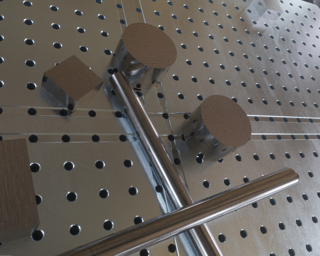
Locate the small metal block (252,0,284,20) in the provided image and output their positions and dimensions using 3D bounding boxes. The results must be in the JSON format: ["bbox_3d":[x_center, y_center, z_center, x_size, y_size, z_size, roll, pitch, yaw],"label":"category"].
[{"bbox_3d":[0.247,-0.278,0.710,0.050,0.025,0.050,-2,63,-29],"label":"small metal block"}]

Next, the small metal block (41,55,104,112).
[{"bbox_3d":[-0.108,-0.056,0.384,0.050,0.025,0.050,42,51,0],"label":"small metal block"}]

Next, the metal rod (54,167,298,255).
[{"bbox_3d":[0.033,0.096,0.336,0.302,0.025,0.025,-14,69,-24],"label":"metal rod"}]

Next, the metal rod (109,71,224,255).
[{"bbox_3d":[0.011,0.058,0.378,0.025,0.025,0.299,-17,71,-35],"label":"metal rod"}]

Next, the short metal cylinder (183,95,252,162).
[{"bbox_3d":[0.079,0.001,0.434,0.081,0.050,0.080,14,56,-21],"label":"short metal cylinder"}]

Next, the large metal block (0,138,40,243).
[{"bbox_3d":[-0.157,0.060,0.271,0.081,0.050,0.080,-6,65,-31],"label":"large metal block"}]

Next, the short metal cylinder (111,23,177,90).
[{"bbox_3d":[-0.023,-0.102,0.442,0.081,0.050,0.080,14,56,-21],"label":"short metal cylinder"}]
